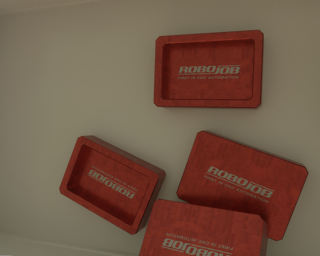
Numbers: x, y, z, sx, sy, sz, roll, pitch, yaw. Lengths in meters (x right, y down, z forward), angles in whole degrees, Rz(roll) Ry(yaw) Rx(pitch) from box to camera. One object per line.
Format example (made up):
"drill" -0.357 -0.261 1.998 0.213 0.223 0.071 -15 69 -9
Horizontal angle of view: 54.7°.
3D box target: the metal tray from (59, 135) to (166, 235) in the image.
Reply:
"metal tray" -0.068 0.075 0.430 0.130 0.030 0.089 24 98 18

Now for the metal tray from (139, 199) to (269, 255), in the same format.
"metal tray" 0.044 0.133 0.337 0.130 0.030 0.090 1 61 31

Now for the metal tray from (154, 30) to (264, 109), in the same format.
"metal tray" 0.059 -0.070 0.386 0.130 0.030 0.089 2 91 19

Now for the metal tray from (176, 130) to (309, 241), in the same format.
"metal tray" 0.096 0.065 0.374 0.130 0.030 0.089 20 97 18
